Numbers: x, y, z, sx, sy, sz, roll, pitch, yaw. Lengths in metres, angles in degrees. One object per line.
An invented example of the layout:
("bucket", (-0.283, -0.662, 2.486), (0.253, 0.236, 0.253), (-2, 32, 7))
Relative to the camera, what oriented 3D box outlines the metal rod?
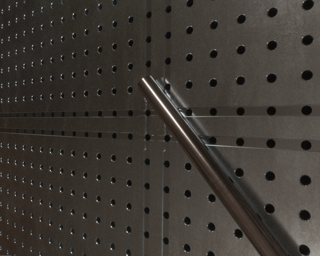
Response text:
("metal rod", (0.059, 0.048, 0.359), (0.025, 0.025, 0.299), (-50, 61, 28))
